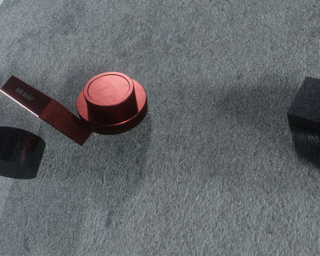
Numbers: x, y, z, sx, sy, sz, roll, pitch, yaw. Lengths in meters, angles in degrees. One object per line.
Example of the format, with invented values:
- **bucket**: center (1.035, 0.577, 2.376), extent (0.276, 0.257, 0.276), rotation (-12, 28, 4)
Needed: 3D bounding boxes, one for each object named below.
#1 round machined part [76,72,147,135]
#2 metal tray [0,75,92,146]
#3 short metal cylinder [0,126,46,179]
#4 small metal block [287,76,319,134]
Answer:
- **round machined part**: center (-0.068, -0.041, 0.432), extent (0.099, 0.042, 0.098), rotation (-2, 50, 2)
- **metal tray**: center (-0.171, -0.027, 0.467), extent (0.130, 0.090, 0.030), rotation (26, 77, 37)
- **short metal cylinder**: center (-0.217, 0.039, 0.459), extent (0.080, 0.080, 0.050), rotation (-8, 58, 24)
- **small metal block**: center (0.171, -0.023, 0.328), extent (0.050, 0.025, 0.050), rotation (22, 73, 36)
